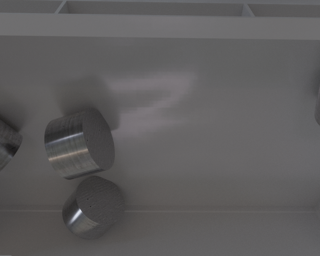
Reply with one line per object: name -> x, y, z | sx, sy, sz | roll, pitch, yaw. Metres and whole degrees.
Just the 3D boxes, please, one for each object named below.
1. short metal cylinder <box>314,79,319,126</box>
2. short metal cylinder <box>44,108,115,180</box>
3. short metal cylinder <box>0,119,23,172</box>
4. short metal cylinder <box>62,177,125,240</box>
short metal cylinder -> 0.221, -0.032, 0.348 | 0.080, 0.080, 0.050 | -8, 130, 7
short metal cylinder -> -0.098, 0.020, 0.389 | 0.050, 0.080, 0.080 | -16, 128, 13
short metal cylinder -> -0.224, 0.025, 0.392 | 0.080, 0.080, 0.050 | -28, 125, 21
short metal cylinder -> -0.101, 0.123, 0.476 | 0.080, 0.080, 0.050 | 27, 125, -21
